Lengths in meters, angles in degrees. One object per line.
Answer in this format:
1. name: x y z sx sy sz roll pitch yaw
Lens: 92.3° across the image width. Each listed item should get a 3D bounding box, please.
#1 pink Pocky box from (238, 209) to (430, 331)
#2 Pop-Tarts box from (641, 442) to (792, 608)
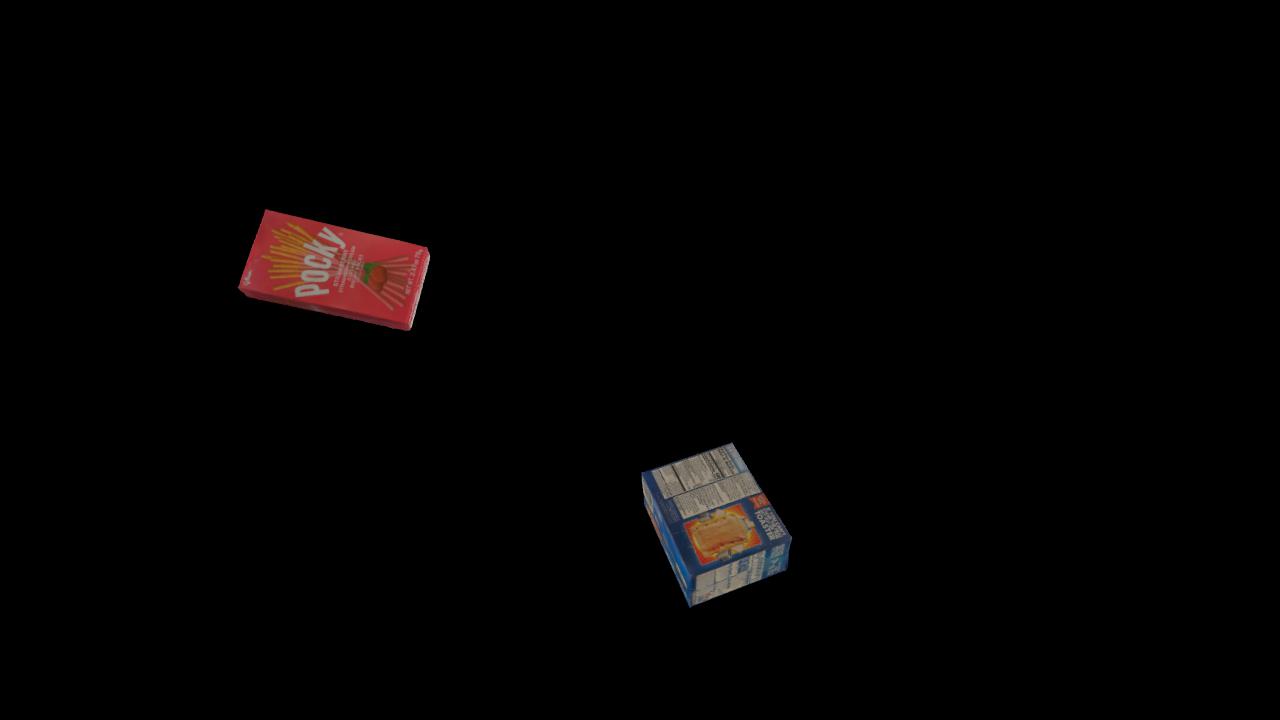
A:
1. pink Pocky box: -0.294 -0.087 0.600 0.155 0.084 0.029 12 -15 -11
2. Pop-Tarts box: 0.097 0.215 0.823 0.141 0.083 0.167 -17 45 -13
